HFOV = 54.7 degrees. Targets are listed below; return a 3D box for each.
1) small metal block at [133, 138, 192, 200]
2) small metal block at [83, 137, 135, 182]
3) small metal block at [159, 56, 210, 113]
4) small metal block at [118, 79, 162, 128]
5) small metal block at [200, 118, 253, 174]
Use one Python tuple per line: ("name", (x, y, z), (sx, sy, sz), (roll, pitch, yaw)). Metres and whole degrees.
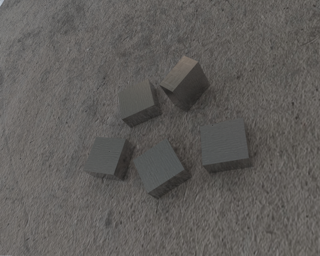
("small metal block", (0.002, 0.049, 0.373), (0.050, 0.025, 0.050), (-34, 51, 6))
("small metal block", (-0.067, 0.041, 0.414), (0.050, 0.025, 0.050), (3, 63, 29))
("small metal block", (0.034, -0.057, 0.405), (0.025, 0.050, 0.050), (34, 81, 38))
("small metal block", (-0.029, -0.035, 0.441), (0.050, 0.025, 0.050), (-23, 53, 14))
("small metal block", (0.075, 0.020, 0.352), (0.050, 0.025, 0.050), (-12, 56, 21))
